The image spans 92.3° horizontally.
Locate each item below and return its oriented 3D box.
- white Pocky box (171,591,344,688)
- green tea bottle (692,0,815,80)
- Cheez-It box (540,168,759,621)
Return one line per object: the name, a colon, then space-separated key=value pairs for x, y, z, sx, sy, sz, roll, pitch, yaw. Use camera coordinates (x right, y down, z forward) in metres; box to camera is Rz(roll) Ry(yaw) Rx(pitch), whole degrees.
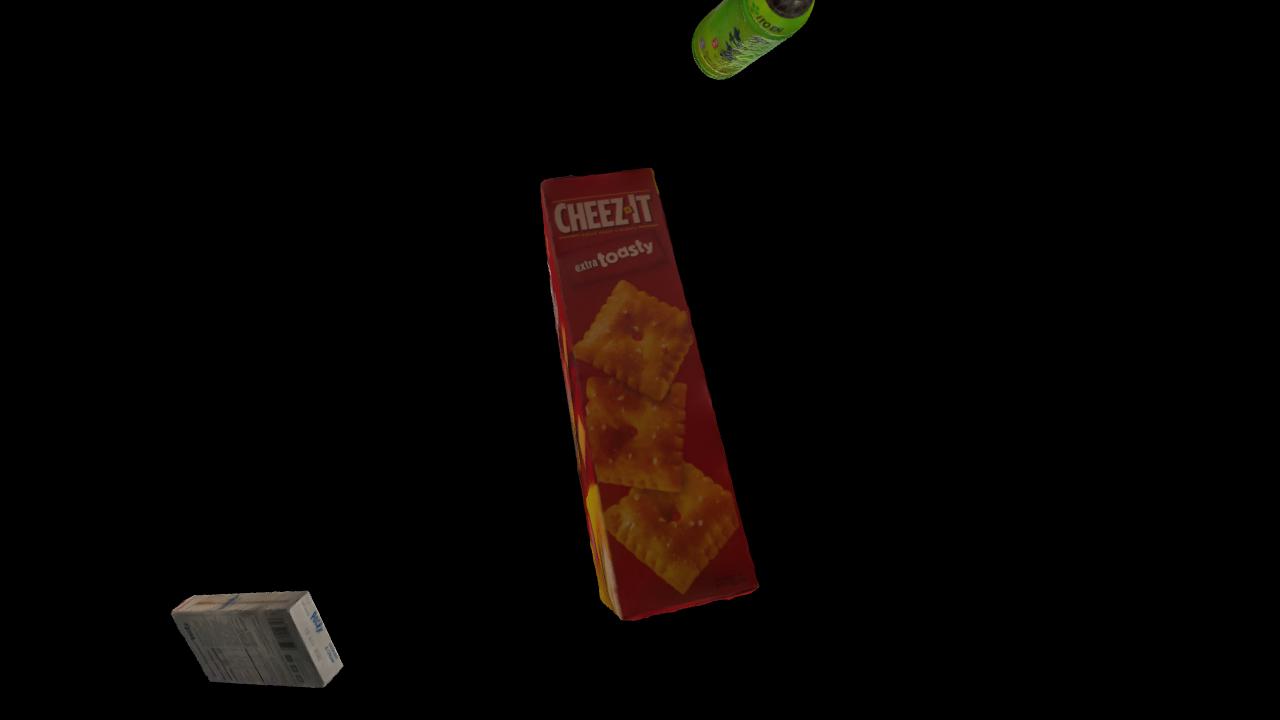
white Pocky box: x=-0.347 y=0.253 z=0.556 sx=0.154 sy=0.084 sz=0.028 roll=-10 pitch=16 yaw=22
green tea bottle: x=0.115 y=-0.337 z=0.599 sx=0.073 sy=0.073 sz=0.212 roll=0 pitch=8 yaw=-13
Cheez-It box: x=-0.008 y=0.028 z=0.368 sx=0.071 sy=0.223 sz=0.166 roll=-9 pitch=-18 yaw=-9
